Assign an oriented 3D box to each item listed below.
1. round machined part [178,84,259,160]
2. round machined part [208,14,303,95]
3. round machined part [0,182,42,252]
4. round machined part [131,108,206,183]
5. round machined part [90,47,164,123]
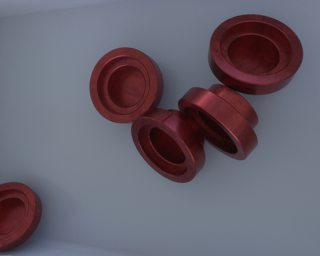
[{"bbox_3d":[0.071,-0.012,0.351,0.098,0.098,0.042,41,80,15],"label":"round machined part"},{"bbox_3d":[0.103,-0.078,0.350,0.099,0.042,0.098,0,63,1],"label":"round machined part"},{"bbox_3d":[-0.225,0.134,0.465,0.099,0.042,0.098,-3,57,6],"label":"round machined part"},{"bbox_3d":[0.015,0.016,0.378,0.098,0.042,0.097,30,143,26],"label":"round machined part"},{"bbox_3d":[-0.041,-0.055,0.416,0.098,0.042,0.097,0,90,20],"label":"round machined part"}]
